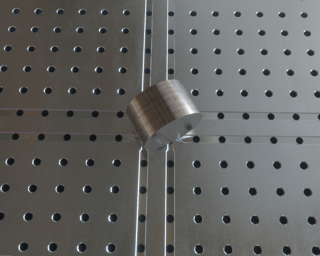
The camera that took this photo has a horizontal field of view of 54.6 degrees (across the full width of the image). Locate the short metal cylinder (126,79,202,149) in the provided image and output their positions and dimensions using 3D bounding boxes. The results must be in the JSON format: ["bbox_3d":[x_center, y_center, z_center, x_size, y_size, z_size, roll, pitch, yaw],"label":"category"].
[{"bbox_3d":[0.005,-0.016,0.388,0.080,0.080,0.050,-27,72,-9],"label":"short metal cylinder"}]
